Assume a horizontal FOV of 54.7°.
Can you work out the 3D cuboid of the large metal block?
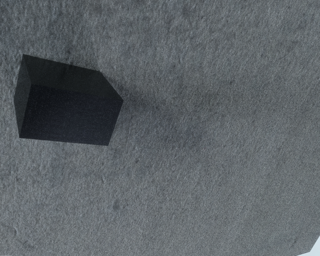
[{"bbox_3d":[-0.093,-0.028,0.304,0.081,0.080,0.050,8,114,-32],"label":"large metal block"}]
